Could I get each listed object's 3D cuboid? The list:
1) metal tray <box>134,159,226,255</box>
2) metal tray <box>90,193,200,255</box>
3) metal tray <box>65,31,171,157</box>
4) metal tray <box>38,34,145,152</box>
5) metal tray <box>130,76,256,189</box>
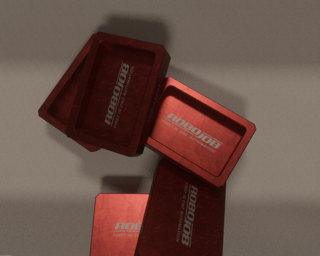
[{"bbox_3d":[0.028,0.106,0.367,0.091,0.030,0.130,18,47,-3],"label":"metal tray"},{"bbox_3d":[-0.017,0.131,0.391,0.131,0.030,0.090,1,64,-1],"label":"metal tray"},{"bbox_3d":[-0.049,-0.040,0.366,0.090,0.030,0.129,16,90,14],"label":"metal tray"},{"bbox_3d":[-0.083,-0.045,0.407,0.090,0.030,0.130,35,90,-1],"label":"metal tray"},{"bbox_3d":[0.040,0.005,0.389,0.130,0.030,0.090,31,78,9],"label":"metal tray"}]
